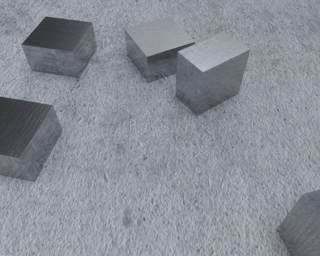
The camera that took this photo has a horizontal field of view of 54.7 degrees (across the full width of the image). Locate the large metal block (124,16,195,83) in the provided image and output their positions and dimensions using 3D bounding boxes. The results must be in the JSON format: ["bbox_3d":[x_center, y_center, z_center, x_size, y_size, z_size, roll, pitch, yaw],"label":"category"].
[{"bbox_3d":[-0.001,-0.126,0.493,0.081,0.050,0.080,-22,53,-17],"label":"large metal block"}]

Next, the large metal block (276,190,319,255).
[{"bbox_3d":[0.159,0.107,0.279,0.050,0.080,0.080,-13,51,-10],"label":"large metal block"}]

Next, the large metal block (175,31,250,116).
[{"bbox_3d":[0.070,-0.075,0.431,0.081,0.080,0.050,-28,56,-22],"label":"large metal block"}]

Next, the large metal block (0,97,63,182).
[{"bbox_3d":[-0.178,0.011,0.376,0.080,0.050,0.080,10,51,8],"label":"large metal block"}]

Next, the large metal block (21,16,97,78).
[{"bbox_3d":[-0.157,-0.130,0.495,0.080,0.050,0.080,10,51,8],"label":"large metal block"}]
